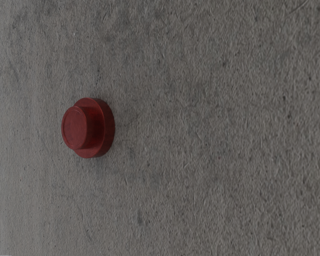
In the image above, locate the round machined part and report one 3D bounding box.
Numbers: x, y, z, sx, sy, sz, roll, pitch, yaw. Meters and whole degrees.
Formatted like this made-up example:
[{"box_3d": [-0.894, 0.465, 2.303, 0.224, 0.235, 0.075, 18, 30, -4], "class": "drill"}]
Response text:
[{"box_3d": [-0.120, 0.000, 0.493, 0.098, 0.042, 0.097, 0, 90, 40], "class": "round machined part"}]
